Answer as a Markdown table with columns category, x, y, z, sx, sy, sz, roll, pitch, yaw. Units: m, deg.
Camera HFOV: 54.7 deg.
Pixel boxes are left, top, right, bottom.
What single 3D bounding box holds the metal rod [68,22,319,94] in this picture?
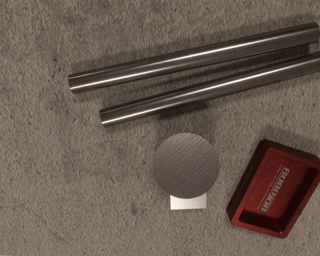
| category | x | y | z | sx | sy | sz | roll | pitch | yaw |
| --- | --- | --- | --- | --- | --- | --- | --- | --- | --- |
| metal rod | 0.038 | -0.084 | 0.379 | 0.302 | 0.025 | 0.025 | -11 | 110 | 3 |

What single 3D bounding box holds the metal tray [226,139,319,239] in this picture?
| category | x | y | z | sx | sy | sz | roll | pitch | yaw |
| --- | --- | --- | --- | --- | --- | --- | --- | --- | --- |
| metal tray | 0.163 | 0.089 | 0.442 | 0.091 | 0.030 | 0.129 | 18 | 109 | -7 |

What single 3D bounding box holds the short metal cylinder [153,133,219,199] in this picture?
| category | x | y | z | sx | sy | sz | roll | pitch | yaw |
| --- | --- | --- | --- | --- | --- | --- | --- | --- | --- |
| short metal cylinder | 0.032 | 0.047 | 0.399 | 0.081 | 0.050 | 0.080 | 0 | 85 | 0 |

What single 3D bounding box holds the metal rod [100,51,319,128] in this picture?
| category | x | y | z | sx | sy | sz | roll | pitch | yaw |
| --- | --- | --- | --- | --- | --- | --- | --- | --- | --- |
| metal rod | 0.071 | -0.050 | 0.392 | 0.301 | 0.025 | 0.025 | -14 | 110 | 4 |

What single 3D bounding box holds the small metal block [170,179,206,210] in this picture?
| category | x | y | z | sx | sy | sz | roll | pitch | yaw |
| --- | --- | --- | --- | --- | --- | --- | --- | --- | --- |
| small metal block | 0.039 | 0.087 | 0.443 | 0.050 | 0.025 | 0.050 | -2 | 110 | 0 |
